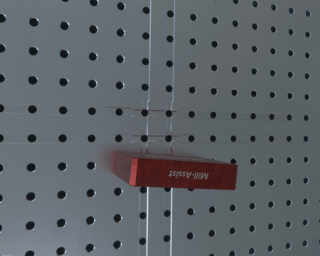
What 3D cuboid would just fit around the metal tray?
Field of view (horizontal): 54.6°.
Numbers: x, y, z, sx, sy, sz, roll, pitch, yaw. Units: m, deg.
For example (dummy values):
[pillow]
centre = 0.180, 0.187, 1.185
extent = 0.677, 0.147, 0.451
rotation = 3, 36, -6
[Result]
[metal tray]
centre = 0.017, 0.052, 0.384
extent = 0.131, 0.090, 0.030
rotation = 6, 88, -20
